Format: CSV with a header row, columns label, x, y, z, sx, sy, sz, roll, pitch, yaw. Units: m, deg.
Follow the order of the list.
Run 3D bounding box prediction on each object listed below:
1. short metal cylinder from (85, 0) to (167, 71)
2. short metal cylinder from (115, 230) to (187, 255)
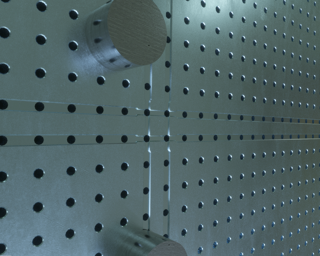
label,x,y,z,sx,sy,sz,roll,pitch,yaw
short metal cylinder,-0.039,-0.109,0.360,0.081,0.050,0.079,0,91,-40
short metal cylinder,-0.011,0.174,0.384,0.081,0.050,0.079,0,90,-40
